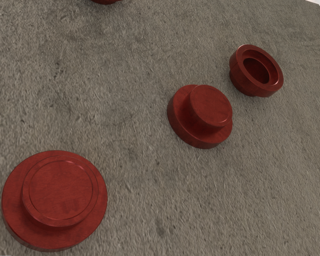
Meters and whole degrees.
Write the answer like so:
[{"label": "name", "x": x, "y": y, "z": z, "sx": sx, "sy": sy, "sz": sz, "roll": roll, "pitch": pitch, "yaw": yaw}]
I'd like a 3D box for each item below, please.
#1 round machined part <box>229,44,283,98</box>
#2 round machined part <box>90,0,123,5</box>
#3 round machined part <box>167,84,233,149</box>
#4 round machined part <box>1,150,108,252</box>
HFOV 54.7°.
[{"label": "round machined part", "x": 0.160, "y": -0.093, "z": 0.536, "sx": 0.099, "sy": 0.042, "sz": 0.098, "roll": 14, "pitch": 56, "yaw": -21}, {"label": "round machined part", "x": -0.092, "y": -0.234, "z": 0.486, "sx": 0.099, "sy": 0.042, "sz": 0.098, "roll": 14, "pitch": 56, "yaw": -21}, {"label": "round machined part", "x": 0.063, "y": -0.023, "z": 0.441, "sx": 0.099, "sy": 0.042, "sz": 0.098, "roll": 14, "pitch": 56, "yaw": -21}, {"label": "round machined part", "x": -0.098, "y": 0.065, "z": 0.300, "sx": 0.099, "sy": 0.042, "sz": 0.098, "roll": 14, "pitch": 56, "yaw": -21}]
